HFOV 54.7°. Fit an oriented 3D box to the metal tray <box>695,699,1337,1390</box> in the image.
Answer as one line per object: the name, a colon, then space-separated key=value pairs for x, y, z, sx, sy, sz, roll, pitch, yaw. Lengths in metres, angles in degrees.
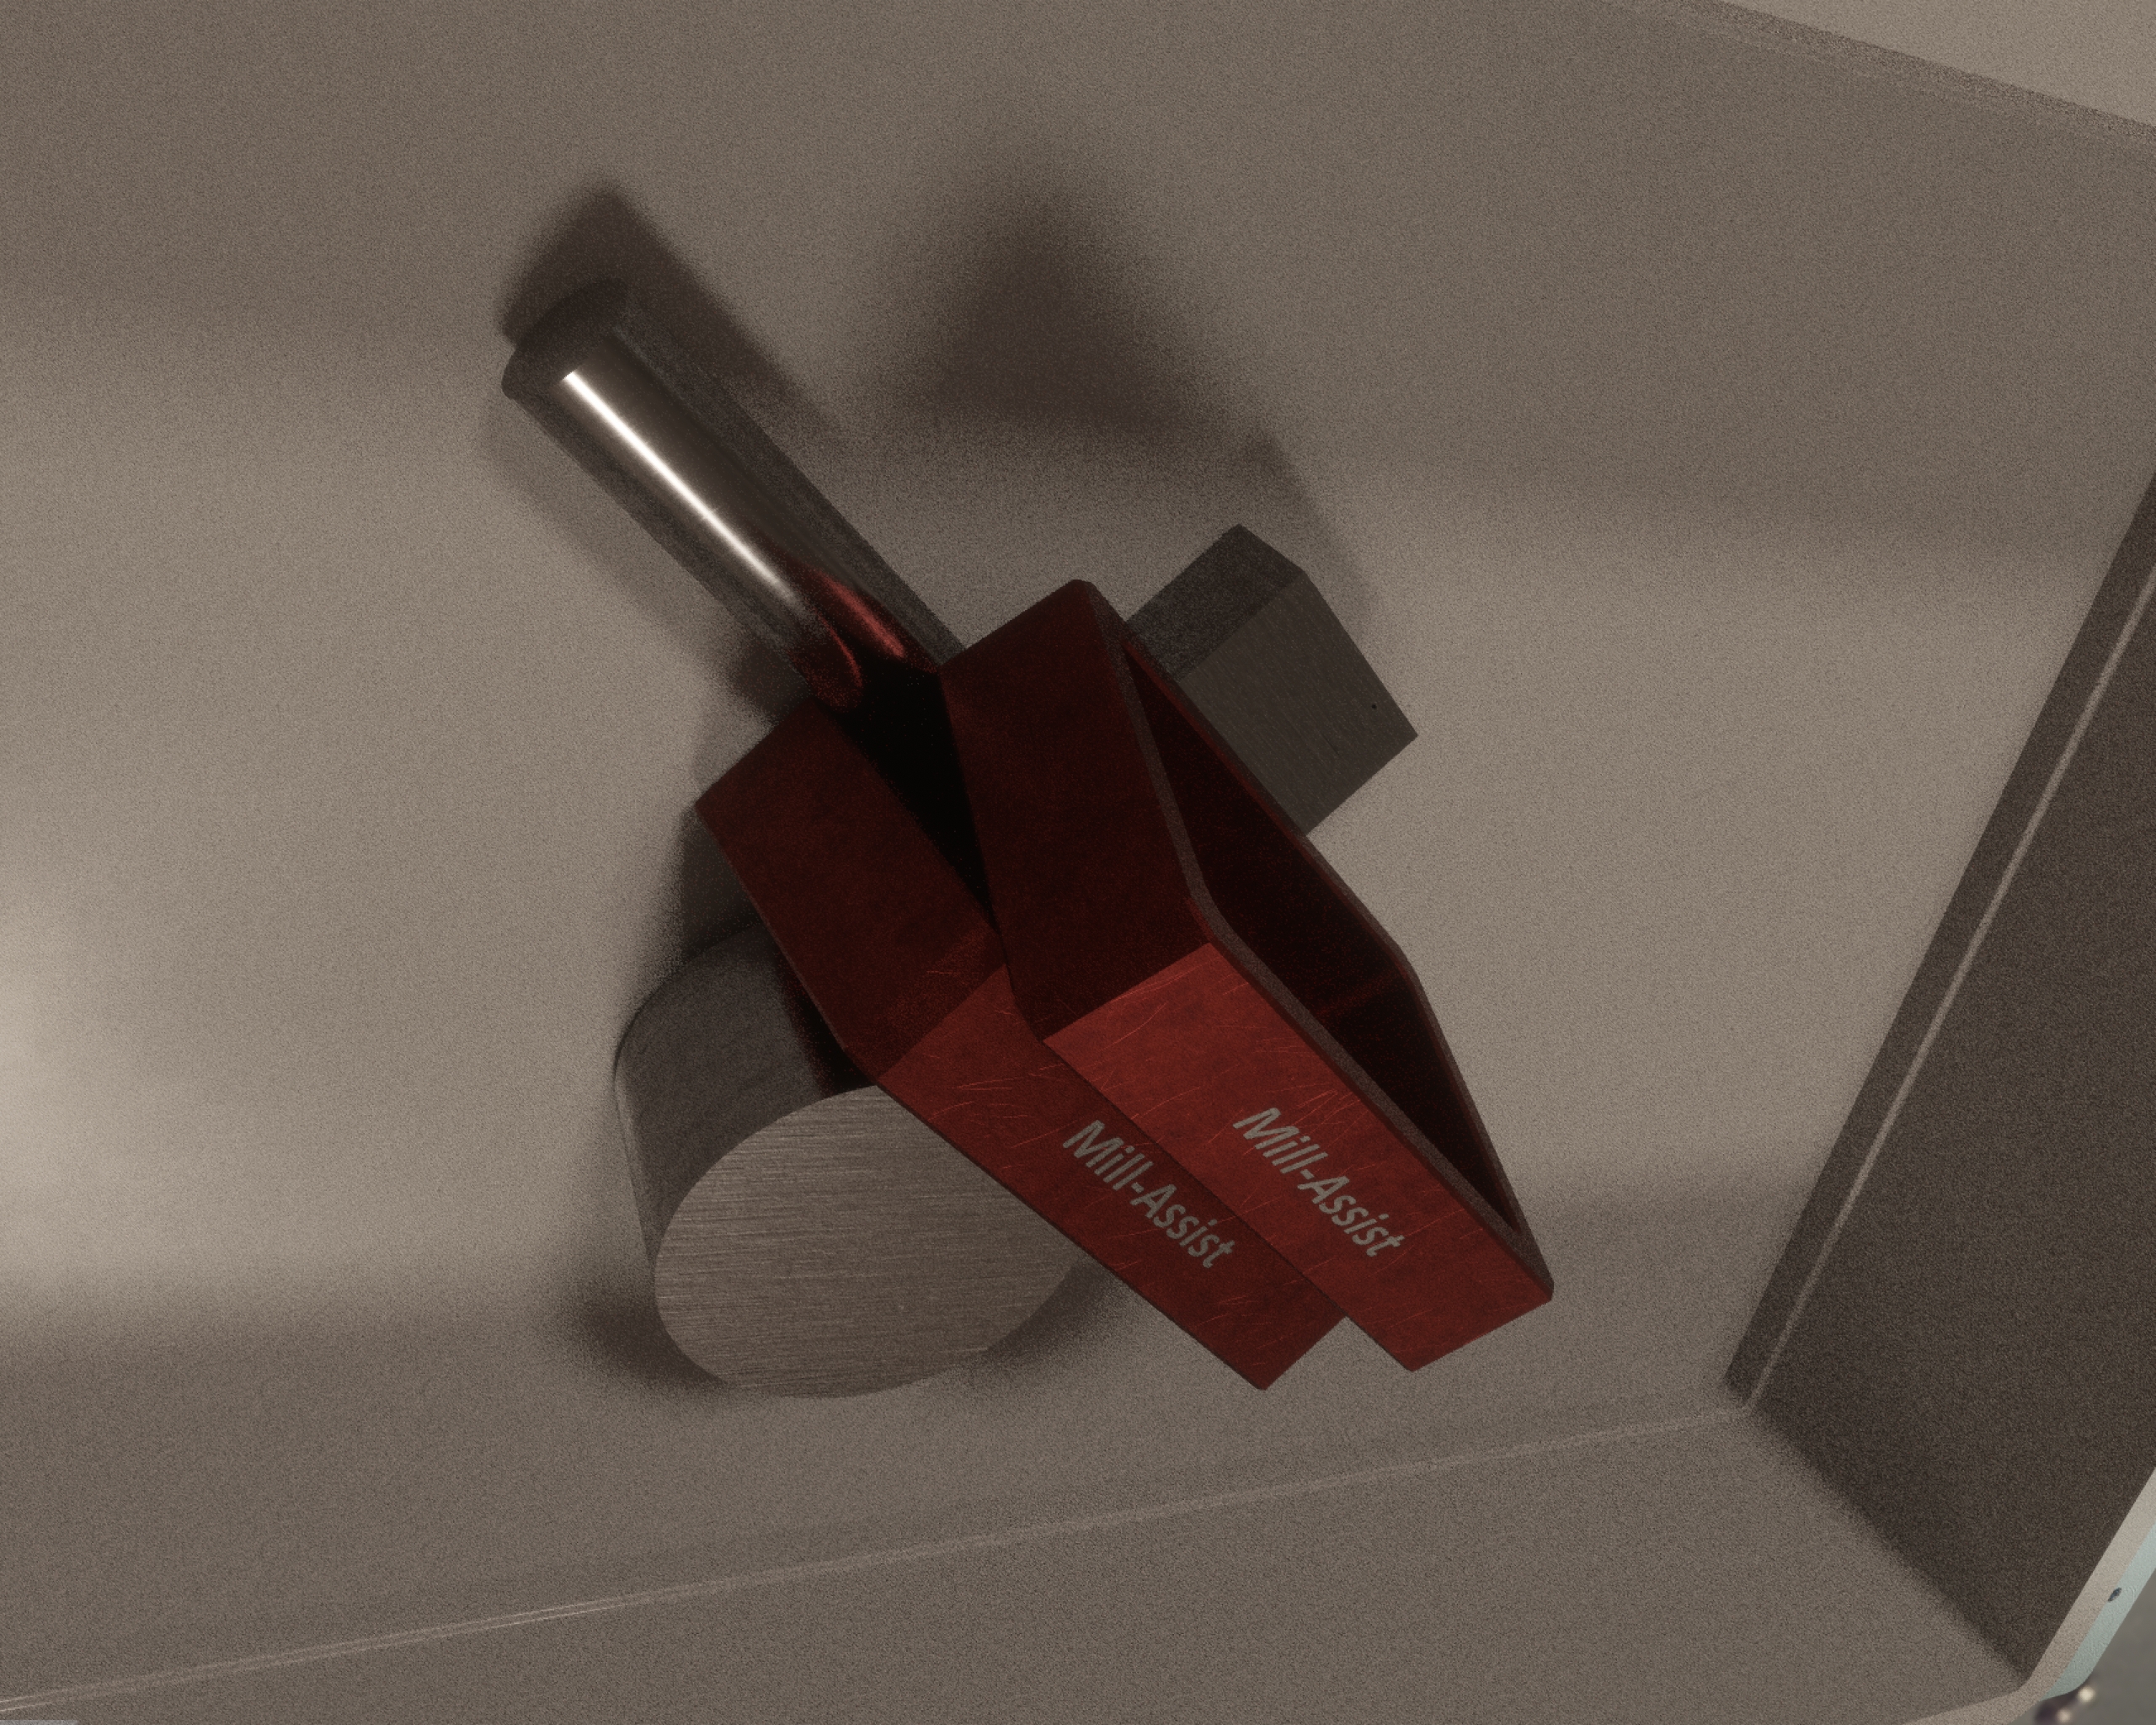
metal tray: x=-0.006 y=0.035 z=0.384 sx=0.030 sy=0.090 sz=0.130 roll=-43 pitch=130 yaw=1

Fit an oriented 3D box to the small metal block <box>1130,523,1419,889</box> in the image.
small metal block: x=0.031 y=-0.029 z=0.407 sx=0.050 sy=0.025 sz=0.050 roll=-42 pitch=130 yaw=0

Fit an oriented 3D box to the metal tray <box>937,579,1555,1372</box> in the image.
metal tray: x=0.031 y=0.022 z=0.364 sx=0.030 sy=0.090 sz=0.130 roll=-32 pitch=131 yaw=14

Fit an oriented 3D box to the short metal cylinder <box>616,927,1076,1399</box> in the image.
short metal cylinder: x=-0.043 y=0.055 z=0.395 sx=0.081 sy=0.050 sz=0.079 roll=-11 pitch=129 yaw=-14

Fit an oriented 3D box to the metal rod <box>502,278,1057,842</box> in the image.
metal rod: x=0.003 y=0.002 z=0.413 sx=0.025 sy=0.025 sz=0.300 roll=-43 pitch=130 yaw=1
